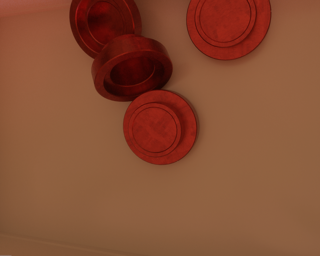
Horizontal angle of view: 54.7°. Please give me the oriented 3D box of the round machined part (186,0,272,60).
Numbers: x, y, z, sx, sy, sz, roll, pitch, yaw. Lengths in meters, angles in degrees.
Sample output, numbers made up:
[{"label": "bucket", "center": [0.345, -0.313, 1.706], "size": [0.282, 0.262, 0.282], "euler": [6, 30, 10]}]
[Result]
[{"label": "round machined part", "center": [0.078, -0.129, 0.362], "size": [0.098, 0.042, 0.097], "euler": [5, 105, 18]}]

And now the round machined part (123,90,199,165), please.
[{"label": "round machined part", "center": [-0.002, 0.000, 0.395], "size": [0.098, 0.042, 0.097], "euler": [2, 98, 15]}]

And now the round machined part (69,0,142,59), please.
[{"label": "round machined part", "center": [-0.067, -0.140, 0.412], "size": [0.098, 0.042, 0.097], "euler": [12, 122, 21]}]

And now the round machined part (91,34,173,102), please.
[{"label": "round machined part", "center": [-0.037, -0.078, 0.388], "size": [0.098, 0.098, 0.042], "euler": [-28, 62, 18]}]
